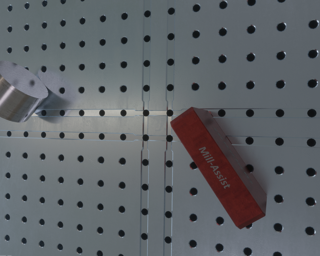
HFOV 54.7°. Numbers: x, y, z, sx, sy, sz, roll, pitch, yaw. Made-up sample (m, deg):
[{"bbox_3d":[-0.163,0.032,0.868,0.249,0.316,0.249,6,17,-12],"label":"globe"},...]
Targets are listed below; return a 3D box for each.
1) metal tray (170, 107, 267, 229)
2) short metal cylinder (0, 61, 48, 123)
[{"bbox_3d":[0.070,0.039,0.353,0.030,0.090,0.130,-36,79,17],"label":"metal tray"},{"bbox_3d":[-0.216,-0.054,0.460,0.050,0.080,0.080,-46,76,14],"label":"short metal cylinder"}]
